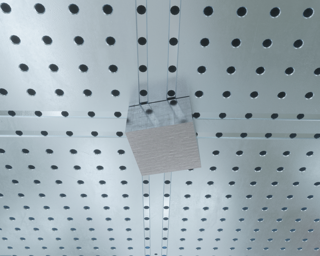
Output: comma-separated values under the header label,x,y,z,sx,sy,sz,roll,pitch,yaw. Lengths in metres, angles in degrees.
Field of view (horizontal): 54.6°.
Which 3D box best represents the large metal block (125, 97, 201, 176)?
label,x,y,z,sx,sy,sz,roll,pitch,yaw
large metal block,0.007,0.012,0.404,0.080,0.050,0.080,-9,130,8
